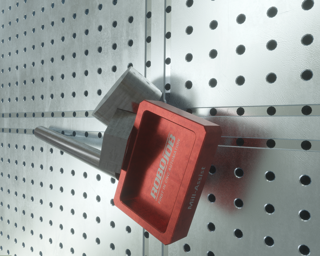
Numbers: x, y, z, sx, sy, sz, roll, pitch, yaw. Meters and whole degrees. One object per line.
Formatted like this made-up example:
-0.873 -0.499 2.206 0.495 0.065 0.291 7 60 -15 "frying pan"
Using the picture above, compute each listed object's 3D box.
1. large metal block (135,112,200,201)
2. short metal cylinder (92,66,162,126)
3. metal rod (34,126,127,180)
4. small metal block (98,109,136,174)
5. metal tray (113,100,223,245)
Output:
0.003 0.035 0.387 0.080 0.050 0.080 -42 65 31 "large metal block"
-0.043 -0.033 0.399 0.050 0.080 0.080 39 123 -15 "short metal cylinder"
-0.136 0.030 0.480 0.300 0.025 0.025 13 99 50 "metal rod"
-0.047 0.014 0.352 0.025 0.050 0.050 16 124 0 "small metal block"
0.003 0.044 0.332 0.090 0.030 0.129 26 106 37 "metal tray"
